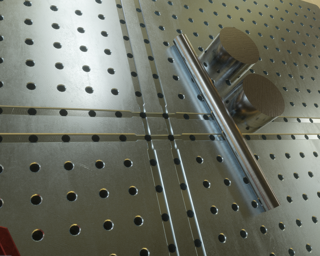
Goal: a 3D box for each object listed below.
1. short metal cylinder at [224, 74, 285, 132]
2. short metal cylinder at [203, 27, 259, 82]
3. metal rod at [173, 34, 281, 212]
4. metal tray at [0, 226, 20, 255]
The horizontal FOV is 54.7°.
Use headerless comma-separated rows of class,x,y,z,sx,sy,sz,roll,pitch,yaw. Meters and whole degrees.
short metal cylinder,0.150,-0.040,0.497,0.081,0.050,0.080,14,56,-21
short metal cylinder,0.123,-0.126,0.535,0.081,0.050,0.080,14,56,-21
metal rod,0.094,-0.019,0.469,0.025,0.025,0.299,-13,68,-33
metal tray,-0.138,0.155,0.235,0.091,0.030,0.130,-24,75,-36
